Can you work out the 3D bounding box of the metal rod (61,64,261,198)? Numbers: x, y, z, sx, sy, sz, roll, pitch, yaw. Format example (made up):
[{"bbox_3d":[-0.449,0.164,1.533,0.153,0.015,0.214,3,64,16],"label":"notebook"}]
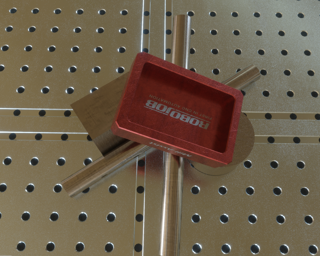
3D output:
[{"bbox_3d":[0.010,-0.002,0.413,0.301,0.025,0.025,-32,74,-12],"label":"metal rod"}]

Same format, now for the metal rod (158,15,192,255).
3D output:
[{"bbox_3d":[0.020,0.000,0.388,0.025,0.025,0.299,4,79,1],"label":"metal rod"}]

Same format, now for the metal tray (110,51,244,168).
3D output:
[{"bbox_3d":[0.022,-0.018,0.341,0.131,0.030,0.090,19,70,-13],"label":"metal tray"}]

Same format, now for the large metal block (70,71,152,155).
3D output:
[{"bbox_3d":[-0.054,-0.014,0.386,0.080,0.080,0.050,-32,74,-11],"label":"large metal block"}]

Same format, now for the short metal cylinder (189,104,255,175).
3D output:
[{"bbox_3d":[0.072,0.016,0.392,0.081,0.050,0.080,0,70,0],"label":"short metal cylinder"}]
